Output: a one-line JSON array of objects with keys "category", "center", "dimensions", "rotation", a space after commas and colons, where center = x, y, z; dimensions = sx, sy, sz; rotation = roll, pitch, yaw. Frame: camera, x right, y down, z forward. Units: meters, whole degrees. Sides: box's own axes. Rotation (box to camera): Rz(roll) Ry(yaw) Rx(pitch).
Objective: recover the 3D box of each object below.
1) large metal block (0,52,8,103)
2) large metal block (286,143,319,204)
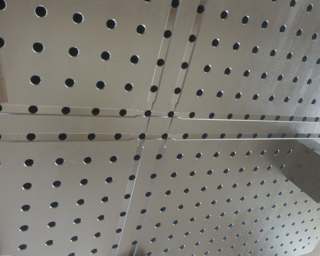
[{"category": "large metal block", "center": [-0.179, -0.063, 0.258], "dimensions": [0.081, 0.050, 0.079], "rotation": [-10, 123, -23]}, {"category": "large metal block", "center": [0.303, 0.084, 0.592], "dimensions": [0.050, 0.080, 0.079], "rotation": [1, 118, -29]}]
